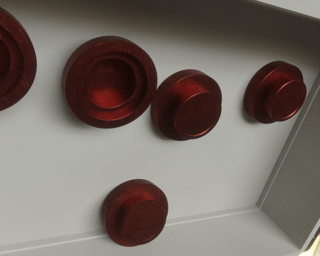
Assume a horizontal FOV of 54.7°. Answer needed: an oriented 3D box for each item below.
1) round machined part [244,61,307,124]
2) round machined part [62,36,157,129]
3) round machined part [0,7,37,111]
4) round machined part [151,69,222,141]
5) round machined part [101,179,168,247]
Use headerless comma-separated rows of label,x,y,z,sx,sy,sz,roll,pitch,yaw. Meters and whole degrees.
round machined part,0.180,-0.049,0.469,0.099,0.042,0.097,-14,125,-21
round machined part,-0.056,-0.052,0.336,0.099,0.042,0.097,-14,125,-21
round machined part,-0.163,-0.063,0.270,0.099,0.042,0.097,-14,125,-21
round machined part,0.041,-0.024,0.407,0.099,0.042,0.097,-14,125,-21
round machined part,-0.030,0.127,0.445,0.099,0.042,0.097,-8,106,-28
